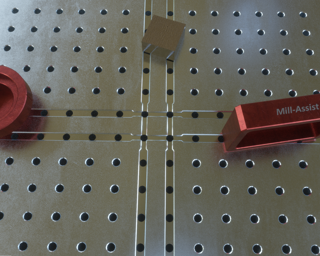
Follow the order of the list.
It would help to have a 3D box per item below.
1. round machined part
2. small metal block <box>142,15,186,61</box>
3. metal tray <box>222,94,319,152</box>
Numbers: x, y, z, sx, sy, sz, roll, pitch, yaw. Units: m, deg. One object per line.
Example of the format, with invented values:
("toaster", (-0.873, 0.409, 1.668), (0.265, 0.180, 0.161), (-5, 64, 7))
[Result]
("round machined part", (-0.219, -0.031, 0.412), (0.099, 0.042, 0.098), (0, 70, 0))
("small metal block", (0.006, -0.134, 0.461), (0.050, 0.025, 0.050), (19, 71, 6))
("metal tray", (0.150, -0.006, 0.380), (0.131, 0.090, 0.030), (-8, 71, -3))
